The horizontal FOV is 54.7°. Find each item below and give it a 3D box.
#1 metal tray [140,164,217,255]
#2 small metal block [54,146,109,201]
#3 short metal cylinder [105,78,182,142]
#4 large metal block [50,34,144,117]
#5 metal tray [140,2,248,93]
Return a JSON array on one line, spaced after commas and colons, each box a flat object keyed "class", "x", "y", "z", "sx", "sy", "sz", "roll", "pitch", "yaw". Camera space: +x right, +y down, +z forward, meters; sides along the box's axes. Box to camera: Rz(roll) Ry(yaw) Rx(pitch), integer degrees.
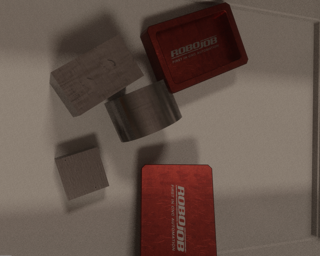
[{"class": "metal tray", "x": 0.021, "y": 0.112, "z": 0.387, "sx": 0.091, "sy": 0.030, "sz": 0.129, "roll": 1, "pitch": 73, "yaw": -6}, {"class": "small metal block", "x": -0.095, "y": 0.054, "z": 0.376, "sx": 0.050, "sy": 0.025, "sz": 0.050, "roll": -18, "pitch": 96, "yaw": -20}, {"class": "short metal cylinder", "x": -0.020, "y": -0.022, "z": 0.375, "sx": 0.081, "sy": 0.080, "sz": 0.050, "roll": -25, "pitch": 99, "yaw": -19}, {"class": "large metal block", "x": -0.075, "y": -0.056, "z": 0.354, "sx": 0.080, "sy": 0.080, "sz": 0.050, "roll": -35, "pitch": 102, "yaw": -17}, {"class": "metal tray", "x": 0.050, "y": -0.109, "z": 0.427, "sx": 0.131, "sy": 0.030, "sz": 0.090, "roll": -24, "pitch": 98, "yaw": -19}]
